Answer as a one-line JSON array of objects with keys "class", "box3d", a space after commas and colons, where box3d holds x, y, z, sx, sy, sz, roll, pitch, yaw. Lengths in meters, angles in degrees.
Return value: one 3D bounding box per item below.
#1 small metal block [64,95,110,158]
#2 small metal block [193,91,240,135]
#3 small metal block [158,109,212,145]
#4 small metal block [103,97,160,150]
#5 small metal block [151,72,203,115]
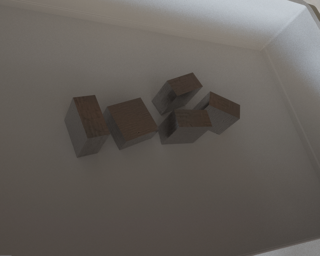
[{"class": "small metal block", "box3d": [-0.083, -0.001, 0.347, 0.025, 0.050, 0.050, -11, 68, -33]}, {"class": "small metal block", "box3d": [0.079, -0.020, 0.447, 0.050, 0.050, 0.025, 22, 54, -15]}, {"class": "small metal block", "box3d": [0.032, -0.001, 0.409, 0.050, 0.050, 0.025, -1, 62, -29]}, {"class": "small metal block", "box3d": [-0.037, -0.006, 0.390, 0.050, 0.025, 0.050, -20, 73, -36]}, {"class": "small metal block", "box3d": [0.024, -0.048, 0.433, 0.050, 0.050, 0.025, -24, 75, -37]}]
